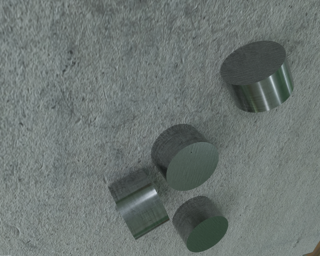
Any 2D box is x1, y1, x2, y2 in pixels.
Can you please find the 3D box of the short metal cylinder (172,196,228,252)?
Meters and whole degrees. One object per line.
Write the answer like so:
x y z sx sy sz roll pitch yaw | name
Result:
0.069 0.164 0.529 0.081 0.050 0.079 -14 124 -21 | short metal cylinder

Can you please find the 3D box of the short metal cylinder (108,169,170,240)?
-0.029 0.102 0.418 0.050 0.080 0.080 -28 128 -11 | short metal cylinder

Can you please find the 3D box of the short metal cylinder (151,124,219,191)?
0.034 0.041 0.434 0.081 0.050 0.079 -14 124 -21 | short metal cylinder

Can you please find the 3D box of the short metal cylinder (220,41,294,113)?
0.125 -0.066 0.398 0.080 0.080 0.050 -39 129 -2 | short metal cylinder
